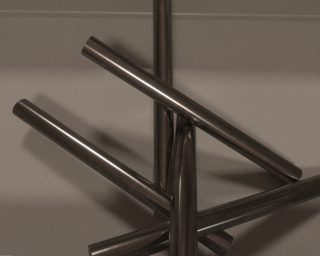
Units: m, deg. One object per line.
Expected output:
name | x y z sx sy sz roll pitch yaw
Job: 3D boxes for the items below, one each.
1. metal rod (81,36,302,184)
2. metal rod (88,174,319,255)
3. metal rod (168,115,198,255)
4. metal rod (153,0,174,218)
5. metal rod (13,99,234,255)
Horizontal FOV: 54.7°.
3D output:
metal rod | 0.043 -0.017 0.375 0.301 0.025 0.025 32 72 -6
metal rod | 0.077 0.091 0.330 0.303 0.025 0.025 -10 70 -23
metal rod | 0.024 0.069 0.304 0.025 0.025 0.300 5 39 2
metal rod | 0.004 -0.040 0.397 0.025 0.025 0.298 0 80 -1
metal rod | -0.053 0.051 0.364 0.301 0.025 0.025 32 73 12
